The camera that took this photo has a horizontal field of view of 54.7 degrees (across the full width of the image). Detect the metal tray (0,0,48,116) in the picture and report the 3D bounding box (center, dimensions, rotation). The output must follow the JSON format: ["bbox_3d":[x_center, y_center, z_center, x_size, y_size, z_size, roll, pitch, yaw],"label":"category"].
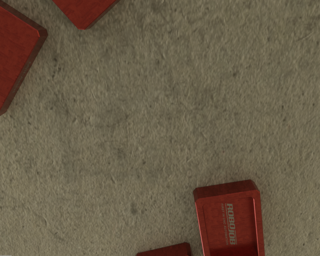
[{"bbox_3d":[-0.208,-0.086,0.373,0.090,0.030,0.129,33,107,-12],"label":"metal tray"}]

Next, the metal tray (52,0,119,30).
[{"bbox_3d":[-0.097,-0.186,0.337,0.090,0.030,0.130,-39,106,12],"label":"metal tray"}]

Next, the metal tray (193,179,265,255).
[{"bbox_3d":[0.104,0.146,0.462,0.091,0.030,0.129,-10,110,3],"label":"metal tray"}]

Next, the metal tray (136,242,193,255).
[{"bbox_3d":[0.020,0.254,0.500,0.090,0.030,0.129,-15,110,5],"label":"metal tray"}]
